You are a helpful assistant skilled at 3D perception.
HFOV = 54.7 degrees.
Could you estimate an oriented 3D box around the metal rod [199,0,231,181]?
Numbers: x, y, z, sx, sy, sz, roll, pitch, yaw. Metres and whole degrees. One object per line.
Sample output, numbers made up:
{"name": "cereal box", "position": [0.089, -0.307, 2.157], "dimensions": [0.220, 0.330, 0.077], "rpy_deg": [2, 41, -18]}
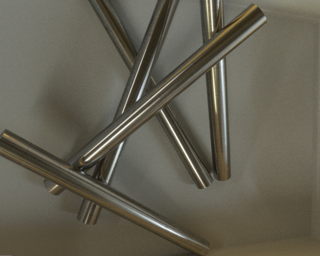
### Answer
{"name": "metal rod", "position": [0.068, -0.059, 0.373], "dimensions": [0.025, 0.025, 0.298], "rpy_deg": [-21, 122, -19]}

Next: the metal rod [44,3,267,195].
{"name": "metal rod", "position": [-0.013, -0.024, 0.342], "dimensions": [0.300, 0.025, 0.025], "rpy_deg": [-39, 105, 9]}

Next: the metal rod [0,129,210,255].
{"name": "metal rod", "position": [-0.047, 0.090, 0.366], "dimensions": [0.301, 0.025, 0.025], "rpy_deg": [36, 78, -28]}

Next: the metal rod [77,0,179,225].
{"name": "metal rod", "position": [-0.037, -0.027, 0.377], "dimensions": [0.025, 0.025, 0.299], "rpy_deg": [20, 91, -19]}

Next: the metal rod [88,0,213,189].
{"name": "metal rod", "position": [-0.010, -0.048, 0.407], "dimensions": [0.025, 0.025, 0.299], "rpy_deg": [-34, 101, -17]}
